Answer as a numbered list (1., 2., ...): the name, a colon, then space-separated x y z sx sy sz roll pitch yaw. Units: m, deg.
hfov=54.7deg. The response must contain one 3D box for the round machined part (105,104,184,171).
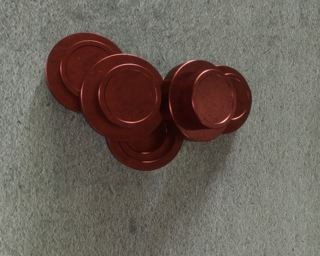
1. round machined part: -0.022 0.003 0.394 0.099 0.042 0.097 0 90 -21

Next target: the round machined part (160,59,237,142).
1. round machined part: 0.052 -0.032 0.366 0.099 0.042 0.097 1 88 -33

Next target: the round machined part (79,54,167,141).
1. round machined part: -0.037 -0.034 0.343 0.099 0.042 0.097 0 90 -21

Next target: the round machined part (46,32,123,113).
1. round machined part: -0.084 -0.066 0.370 0.099 0.042 0.097 0 90 -21

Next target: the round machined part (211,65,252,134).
1. round machined part: 0.088 -0.040 0.435 0.099 0.042 0.097 0 90 -21
